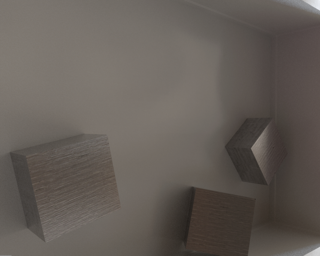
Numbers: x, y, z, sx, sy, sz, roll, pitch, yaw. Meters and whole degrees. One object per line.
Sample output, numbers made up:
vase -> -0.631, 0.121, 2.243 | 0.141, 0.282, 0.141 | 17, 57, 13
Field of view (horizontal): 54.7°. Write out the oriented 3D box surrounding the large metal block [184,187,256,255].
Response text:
large metal block -> 0.081, 0.130, 0.432 | 0.080, 0.050, 0.080 | 11, 81, 2

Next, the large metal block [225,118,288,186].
large metal block -> 0.167, 0.038, 0.530 | 0.080, 0.050, 0.080 | -45, 117, -30

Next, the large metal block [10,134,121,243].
large metal block -> -0.093, 0.054, 0.312 | 0.081, 0.050, 0.079 | -16, 100, -39
